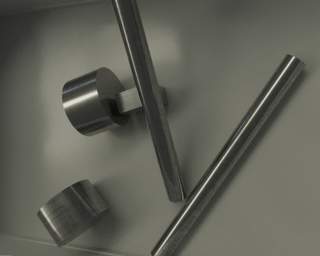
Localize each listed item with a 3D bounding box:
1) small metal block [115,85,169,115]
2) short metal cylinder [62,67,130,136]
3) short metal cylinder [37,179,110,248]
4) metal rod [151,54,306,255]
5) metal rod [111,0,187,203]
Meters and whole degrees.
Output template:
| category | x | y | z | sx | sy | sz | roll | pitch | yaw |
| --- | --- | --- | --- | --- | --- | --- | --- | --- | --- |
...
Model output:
| category | x | y | z | sx | sy | sz | roll | pitch | yaw |
| --- | --- | --- | --- | --- | --- | --- | --- | --- | --- |
| small metal block | -0.023 | -0.037 | 0.404 | 0.050 | 0.050 | 0.025 | -17 | 85 | 19 |
| short metal cylinder | -0.082 | -0.034 | 0.409 | 0.050 | 0.080 | 0.080 | -18 | 84 | 19 |
| short metal cylinder | -0.116 | 0.115 | 0.421 | 0.080 | 0.080 | 0.050 | -43 | 77 | 15 |
| metal rod | 0.077 | 0.046 | 0.382 | 0.025 | 0.025 | 0.299 | 35 | 101 | 16 |
| metal rod | -0.014 | -0.046 | 0.352 | 0.025 | 0.025 | 0.298 | -8 | 111 | 19 |
